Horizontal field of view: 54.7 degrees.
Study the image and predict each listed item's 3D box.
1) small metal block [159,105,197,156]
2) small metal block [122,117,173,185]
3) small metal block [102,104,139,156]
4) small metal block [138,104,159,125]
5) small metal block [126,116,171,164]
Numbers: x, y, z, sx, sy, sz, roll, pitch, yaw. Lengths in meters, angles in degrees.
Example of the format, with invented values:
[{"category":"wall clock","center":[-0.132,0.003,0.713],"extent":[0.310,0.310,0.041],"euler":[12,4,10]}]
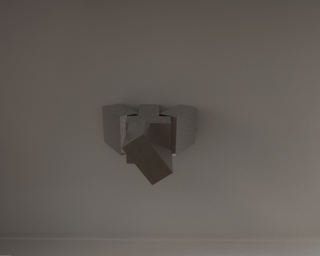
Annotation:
[{"category":"small metal block","center":[0.023,0.002,0.394],"extent":[0.025,0.050,0.050],"euler":[14,114,32]},{"category":"small metal block","center":[-0.012,0.023,0.324],"extent":[0.025,0.050,0.050],"euler":[-33,107,12]},{"category":"small metal block","center":[-0.050,0.001,0.393],"extent":[0.025,0.050,0.050],"euler":[-12,114,-32]},{"category":"small metal block","center":[-0.014,0.001,0.396],"extent":[0.025,0.050,0.050],"euler":[1,110,0]},{"category":"small metal block","center":[-0.013,0.014,0.360],"extent":[0.050,0.025,0.050],"euler":[1,110,-1]}]
